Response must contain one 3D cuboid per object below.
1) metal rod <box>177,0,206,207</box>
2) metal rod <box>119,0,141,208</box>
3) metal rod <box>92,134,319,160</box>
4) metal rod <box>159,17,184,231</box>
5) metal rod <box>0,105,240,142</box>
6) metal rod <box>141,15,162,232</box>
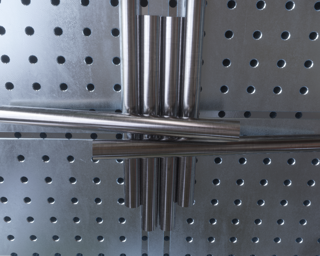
[{"bbox_3d":[0.039,-0.031,0.401,0.025,0.025,0.298,1,110,0],"label":"metal rod"},{"bbox_3d":[-0.037,-0.030,0.401,0.025,0.025,0.298,1,110,0],"label":"metal rod"},{"bbox_3d":[0.068,0.024,0.400,0.302,0.025,0.025,-1,110,-9],"label":"metal rod"},{"bbox_3d":[0.013,0.008,0.417,0.025,0.025,0.298,1,110,0],"label":"metal rod"},{"bbox_3d":[-0.056,-0.007,0.386,0.301,0.025,0.025,4,110,8],"label":"metal rod"},{"bbox_3d":[-0.013,0.008,0.415,0.025,0.025,0.298,1,110,-1],"label":"metal rod"}]
